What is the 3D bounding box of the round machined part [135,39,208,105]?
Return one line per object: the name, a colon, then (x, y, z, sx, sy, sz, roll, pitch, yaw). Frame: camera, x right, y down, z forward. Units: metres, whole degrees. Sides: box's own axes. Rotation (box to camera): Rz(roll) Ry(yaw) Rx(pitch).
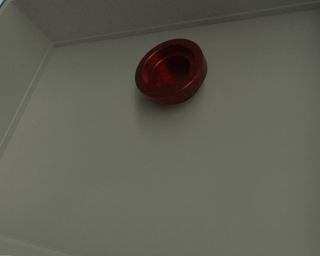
round machined part: (0.019, -0.072, 0.428, 0.098, 0.042, 0.098, -13, 56, 20)
